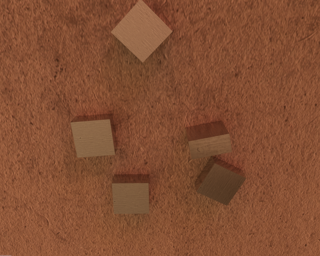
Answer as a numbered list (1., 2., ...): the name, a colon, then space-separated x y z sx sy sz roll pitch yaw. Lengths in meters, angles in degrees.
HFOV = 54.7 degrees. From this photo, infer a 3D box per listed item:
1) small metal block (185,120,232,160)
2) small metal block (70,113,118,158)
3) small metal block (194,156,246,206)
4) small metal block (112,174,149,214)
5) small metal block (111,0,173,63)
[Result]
1. small metal block: 0.062 0.014 0.402 0.050 0.050 0.025 -11 110 4
2. small metal block: -0.086 0.010 0.412 0.050 0.025 0.050 -5 110 1
3. small metal block: 0.084 0.074 0.438 0.050 0.025 0.050 26 108 -10
4. small metal block: -0.041 0.095 0.444 0.050 0.025 0.050 0 110 0
5. small metal block: -0.021 -0.115 0.367 0.050 0.025 0.050 42 105 -14
